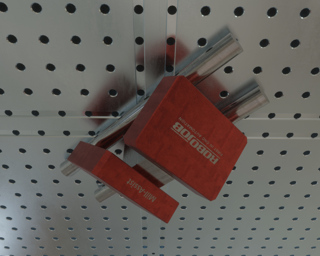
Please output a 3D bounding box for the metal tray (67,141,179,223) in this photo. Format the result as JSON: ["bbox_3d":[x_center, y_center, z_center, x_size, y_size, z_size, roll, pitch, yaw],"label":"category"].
[{"bbox_3d":[-0.047,0.069,0.399,0.130,0.030,0.090,42,162,-30],"label":"metal tray"}]

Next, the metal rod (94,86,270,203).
[{"bbox_3d":[0.015,0.035,0.442,0.299,0.025,0.025,-34,123,25],"label":"metal rod"}]

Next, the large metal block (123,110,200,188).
[{"bbox_3d":[0.000,0.023,0.394,0.080,0.080,0.050,-34,122,25],"label":"large metal block"}]

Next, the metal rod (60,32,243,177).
[{"bbox_3d":[-0.028,-0.016,0.398,0.299,0.025,0.025,-35,122,25],"label":"metal rod"}]

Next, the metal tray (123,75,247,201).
[{"bbox_3d":[0.035,0.014,0.352,0.130,0.030,0.090,39,76,-29],"label":"metal tray"}]
